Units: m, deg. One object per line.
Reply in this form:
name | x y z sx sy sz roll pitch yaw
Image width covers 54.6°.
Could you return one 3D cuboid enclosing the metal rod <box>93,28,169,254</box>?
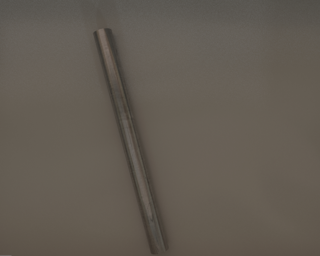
metal rod | -0.038 0.017 0.411 0.025 0.025 0.299 -15 90 0
